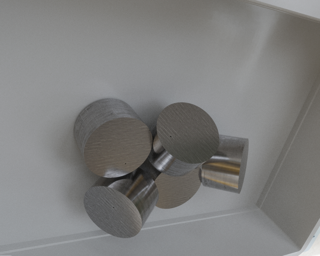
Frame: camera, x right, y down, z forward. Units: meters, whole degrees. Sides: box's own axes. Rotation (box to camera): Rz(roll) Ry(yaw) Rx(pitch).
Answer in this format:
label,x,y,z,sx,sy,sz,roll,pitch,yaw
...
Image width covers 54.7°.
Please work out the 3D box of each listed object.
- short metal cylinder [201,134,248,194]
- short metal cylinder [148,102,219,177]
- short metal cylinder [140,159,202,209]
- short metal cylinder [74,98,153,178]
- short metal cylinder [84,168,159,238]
label,x,y,z,sx,sy,sz,roll,pitch,yaw
short metal cylinder,0.096,0.051,0.450,0.080,0.050,0.080,8,91,-68
short metal cylinder,0.026,0.015,0.386,0.081,0.080,0.050,-8,158,-25
short metal cylinder,0.013,0.067,0.441,0.081,0.050,0.079,-14,125,-21
short metal cylinder,-0.056,0.012,0.367,0.081,0.050,0.079,-14,125,-21
short metal cylinder,-0.048,0.091,0.394,0.050,0.080,0.079,-49,149,-54
